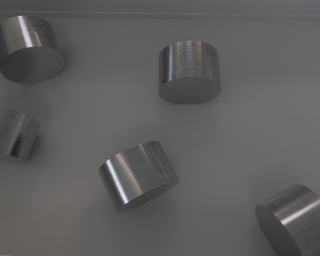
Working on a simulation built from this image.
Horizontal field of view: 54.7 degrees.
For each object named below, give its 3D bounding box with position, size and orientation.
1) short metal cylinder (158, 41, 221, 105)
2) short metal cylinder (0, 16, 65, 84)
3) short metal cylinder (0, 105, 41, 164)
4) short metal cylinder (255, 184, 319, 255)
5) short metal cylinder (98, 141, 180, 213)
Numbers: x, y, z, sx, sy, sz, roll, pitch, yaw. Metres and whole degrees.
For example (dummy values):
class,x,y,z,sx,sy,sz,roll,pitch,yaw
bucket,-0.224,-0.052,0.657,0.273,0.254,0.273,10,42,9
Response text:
class,x,y,z,sx,sy,sz,roll,pitch,yaw
short metal cylinder,0.038,-0.070,0.406,0.081,0.080,0.050,0,70,0
short metal cylinder,-0.176,-0.103,0.417,0.080,0.080,0.050,-21,72,-7
short metal cylinder,-0.195,0.008,0.376,0.080,0.080,0.050,12,71,4
short metal cylinder,0.151,0.109,0.341,0.050,0.080,0.080,-26,72,-9
short metal cylinder,-0.024,0.057,0.359,0.080,0.080,0.050,-25,72,-9
